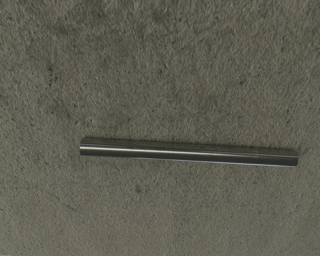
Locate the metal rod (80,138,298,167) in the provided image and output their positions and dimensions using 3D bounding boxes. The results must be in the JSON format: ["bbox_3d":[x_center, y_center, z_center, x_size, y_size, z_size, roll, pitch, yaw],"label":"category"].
[{"bbox_3d":[0.042,0.035,0.436,0.302,0.025,0.025,4,130,-3],"label":"metal rod"}]
